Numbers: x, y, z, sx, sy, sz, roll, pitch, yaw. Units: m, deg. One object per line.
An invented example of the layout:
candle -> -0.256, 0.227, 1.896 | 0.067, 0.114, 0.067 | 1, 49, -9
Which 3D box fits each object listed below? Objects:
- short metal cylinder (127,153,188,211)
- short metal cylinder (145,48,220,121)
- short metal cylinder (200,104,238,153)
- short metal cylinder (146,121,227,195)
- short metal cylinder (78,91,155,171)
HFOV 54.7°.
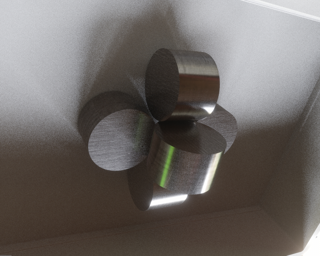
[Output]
short metal cylinder -> -0.004, 0.065, 0.408 | 0.050, 0.080, 0.079 | -2, 120, -28
short metal cylinder -> 0.023, -0.048, 0.353 | 0.050, 0.080, 0.079 | -2, 120, -28
short metal cylinder -> 0.057, 0.001, 0.421 | 0.081, 0.050, 0.079 | -14, 124, -21
short metal cylinder -> 0.028, 0.029, 0.347 | 0.081, 0.080, 0.050 | -1, 119, -28
short metal cylinder -> -0.050, 0.003, 0.364 | 0.081, 0.050, 0.079 | -14, 124, -21
